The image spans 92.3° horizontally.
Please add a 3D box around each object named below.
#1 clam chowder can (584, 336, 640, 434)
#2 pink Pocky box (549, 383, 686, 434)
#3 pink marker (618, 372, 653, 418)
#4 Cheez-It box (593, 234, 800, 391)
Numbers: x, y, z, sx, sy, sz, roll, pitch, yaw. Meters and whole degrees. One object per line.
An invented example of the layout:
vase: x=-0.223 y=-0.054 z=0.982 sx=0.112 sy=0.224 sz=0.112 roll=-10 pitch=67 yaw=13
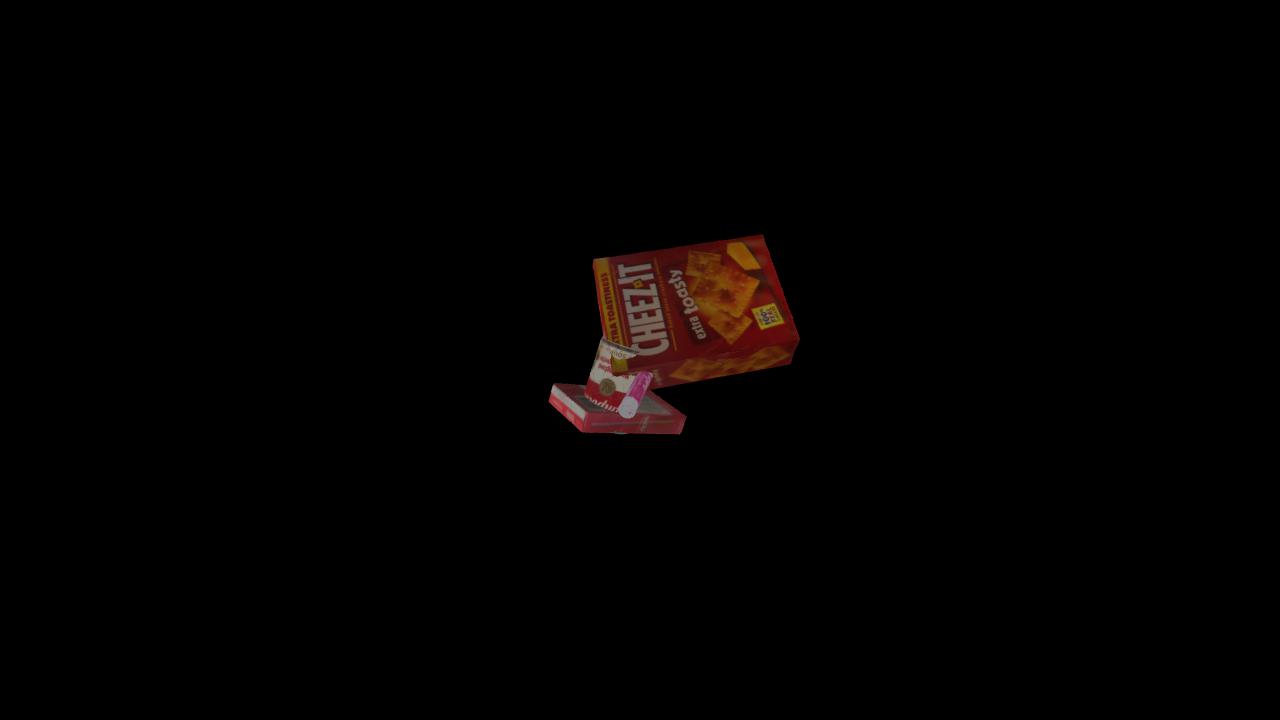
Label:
clam chowder can: x=-0.029 y=0.029 z=0.733 sx=0.068 sy=0.102 sz=0.068 roll=18 pitch=8 yaw=-2
pink Pocky box: x=-0.026 y=0.061 z=0.758 sx=0.155 sy=0.029 sz=0.084 roll=6 pitch=18 yaw=-39
pink marker: x=0.000 y=0.028 z=0.689 sx=0.020 sy=0.020 sz=0.121 roll=0 pitch=25 yaw=15
Cheez-It box: x=0.063 y=-0.060 z=0.759 sx=0.223 sy=0.166 sz=0.071 roll=-9 pitch=-29 yaw=-3
